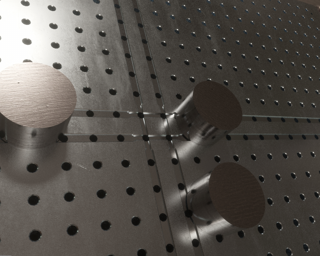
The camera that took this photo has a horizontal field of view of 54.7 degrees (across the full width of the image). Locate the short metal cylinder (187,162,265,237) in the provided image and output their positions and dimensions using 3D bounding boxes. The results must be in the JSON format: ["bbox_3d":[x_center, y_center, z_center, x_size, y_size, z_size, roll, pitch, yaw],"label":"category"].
[{"bbox_3d":[0.081,0.089,0.384,0.081,0.050,0.080,14,56,-21],"label":"short metal cylinder"}]

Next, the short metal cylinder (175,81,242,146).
[{"bbox_3d":[0.070,-0.021,0.444,0.081,0.050,0.080,14,56,-21],"label":"short metal cylinder"}]

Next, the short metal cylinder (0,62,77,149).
[{"bbox_3d":[-0.136,-0.023,0.334,0.081,0.050,0.080,14,56,-21],"label":"short metal cylinder"}]
